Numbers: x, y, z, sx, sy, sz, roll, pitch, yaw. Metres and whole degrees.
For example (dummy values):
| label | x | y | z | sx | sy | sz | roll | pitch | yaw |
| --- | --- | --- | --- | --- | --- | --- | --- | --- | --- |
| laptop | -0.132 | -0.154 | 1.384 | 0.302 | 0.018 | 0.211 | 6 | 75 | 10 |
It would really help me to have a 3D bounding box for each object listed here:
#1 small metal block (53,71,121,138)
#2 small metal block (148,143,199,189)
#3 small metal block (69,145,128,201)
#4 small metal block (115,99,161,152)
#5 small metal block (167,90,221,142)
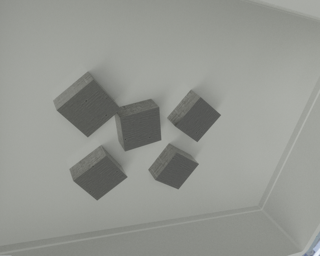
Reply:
| label | x | y | z | sx | sy | sz | roll | pitch | yaw |
| --- | --- | --- | --- | --- | --- | --- | --- | --- | --- |
| small metal block | -0.081 | -0.026 | 0.348 | 0.050 | 0.025 | 0.050 | -41 | 130 | -1 |
| small metal block | 0.020 | 0.057 | 0.455 | 0.050 | 0.025 | 0.050 | 30 | 102 | -38 |
| small metal block | -0.079 | 0.059 | 0.402 | 0.050 | 0.025 | 0.050 | -38 | 129 | -3 |
| small metal block | -0.028 | -0.004 | 0.391 | 0.050 | 0.025 | 0.050 | -17 | 125 | -19 |
| small metal block | 0.047 | -0.016 | 0.424 | 0.050 | 0.025 | 0.050 | 34 | 99 | -39 |
